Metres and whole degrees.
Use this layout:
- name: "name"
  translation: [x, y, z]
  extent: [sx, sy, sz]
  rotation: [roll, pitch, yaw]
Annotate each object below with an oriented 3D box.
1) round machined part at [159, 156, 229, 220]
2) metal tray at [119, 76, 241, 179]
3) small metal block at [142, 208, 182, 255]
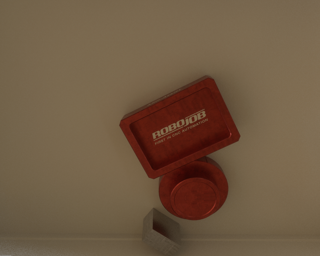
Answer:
- name: "round machined part"
  translation: [0.048, 0.090, 0.436]
  extent: [0.099, 0.042, 0.097]
  rotation: [0, 110, -1]
- name: "metal tray"
  translation: [0.026, 0.000, 0.404]
  extent: [0.130, 0.030, 0.090]
  rotation: [-26, 103, 8]
- name: "small metal block"
  translation: [0.002, 0.153, 0.454]
  extent: [0.050, 0.050, 0.025]
  rotation: [35, 106, -12]
